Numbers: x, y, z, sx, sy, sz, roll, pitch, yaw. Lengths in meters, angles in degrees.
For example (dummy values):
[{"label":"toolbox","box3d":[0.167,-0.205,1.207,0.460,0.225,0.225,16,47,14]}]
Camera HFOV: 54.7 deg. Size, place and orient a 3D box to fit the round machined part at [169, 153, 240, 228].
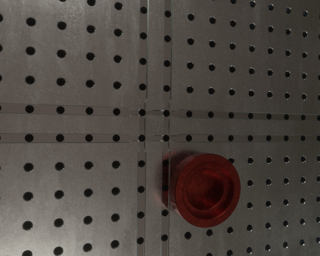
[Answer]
[{"label":"round machined part","box3d":[0.057,0.082,0.426,0.099,0.042,0.097,0,90,-21]}]
